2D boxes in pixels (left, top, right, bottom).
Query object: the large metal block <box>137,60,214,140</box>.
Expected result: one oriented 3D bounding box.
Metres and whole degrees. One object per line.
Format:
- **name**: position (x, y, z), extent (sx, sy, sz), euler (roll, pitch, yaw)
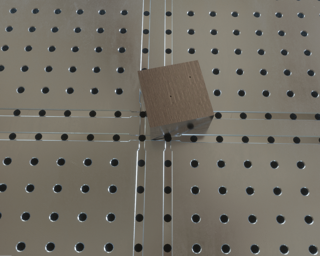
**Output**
- **large metal block**: position (0.019, -0.036, 0.412), extent (0.081, 0.050, 0.080), euler (-11, 71, -5)
